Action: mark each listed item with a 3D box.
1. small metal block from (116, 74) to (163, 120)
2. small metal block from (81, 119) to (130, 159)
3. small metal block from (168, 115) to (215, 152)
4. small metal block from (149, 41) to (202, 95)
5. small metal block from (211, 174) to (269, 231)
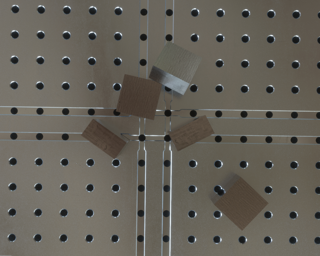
[{"bbox_3d":[-0.027,-0.040,0.413,0.050,0.025,0.050,13,90,-1],"label":"small metal block"},{"bbox_3d":[-0.068,0.013,0.400,0.050,0.050,0.025,36,90,-1],"label":"small metal block"},{"bbox_3d":[0.038,0.006,0.401,0.050,0.050,0.025,-26,90,0],"label":"small metal block"},{"bbox_3d":[0.021,-0.078,0.402,0.050,0.025,0.050,27,58,0],"label":"small metal block"},{"bbox_3d":[0.106,0.099,0.415,0.050,0.025,0.050,44,90,-1],"label":"small metal block"}]
